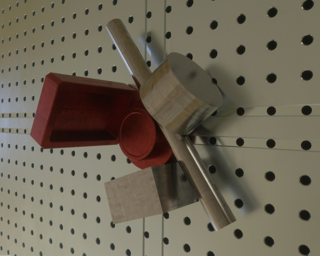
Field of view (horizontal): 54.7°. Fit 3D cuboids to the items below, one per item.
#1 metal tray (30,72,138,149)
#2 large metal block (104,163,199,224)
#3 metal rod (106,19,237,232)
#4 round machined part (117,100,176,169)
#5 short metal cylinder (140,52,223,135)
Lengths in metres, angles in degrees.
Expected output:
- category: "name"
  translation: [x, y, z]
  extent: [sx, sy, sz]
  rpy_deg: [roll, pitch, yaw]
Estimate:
- category: "metal tray"
  translation: [-0.098, -0.020, 0.420]
  extent: [0.030, 0.131, 0.089]
  rpy_deg: [34, 111, 34]
- category: "large metal block"
  translation: [-0.007, 0.077, 0.377]
  extent: [0.080, 0.081, 0.050]
  rpy_deg: [-24, 75, 37]
- category: "metal rod"
  translation: [0.003, -0.020, 0.378]
  extent: [0.025, 0.025, 0.299]
  rpy_deg: [-42, 65, 31]
- category: "round machined part"
  translation: [-0.018, 0.008, 0.411]
  extent: [0.098, 0.042, 0.097]
  rpy_deg: [0, 90, 39]
- category: "short metal cylinder"
  translation: [0.024, -0.039, 0.350]
  extent: [0.050, 0.081, 0.080]
  rpy_deg: [-44, 64, 31]
